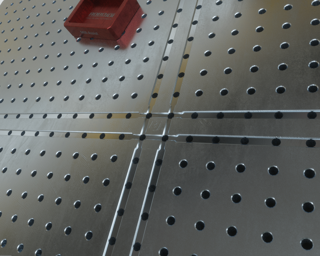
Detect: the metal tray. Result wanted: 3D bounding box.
[{"bbox_3d":[-0.114,-0.217,0.595,0.130,0.030,0.090,16,70,34],"label":"metal tray"}]
